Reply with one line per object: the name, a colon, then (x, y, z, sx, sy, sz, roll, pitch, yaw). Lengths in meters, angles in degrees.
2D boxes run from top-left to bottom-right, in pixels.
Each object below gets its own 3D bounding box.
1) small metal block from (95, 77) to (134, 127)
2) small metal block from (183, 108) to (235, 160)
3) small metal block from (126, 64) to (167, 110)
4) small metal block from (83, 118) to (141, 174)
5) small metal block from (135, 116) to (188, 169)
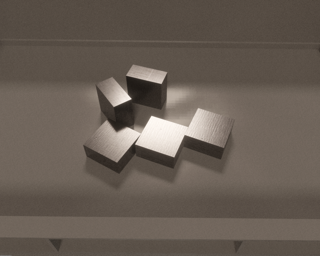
small metal block: (-0.060, -0.031, 0.414, 0.025, 0.050, 0.050, -27, 56, -21)
small metal block: (0.064, 0.007, 0.400, 0.050, 0.025, 0.050, 19, 52, 15)
small metal block: (-0.018, -0.057, 0.437, 0.050, 0.050, 0.025, 15, 52, 12)
small metal block: (-0.058, 0.021, 0.386, 0.050, 0.025, 0.050, 25, 54, 19)
small metal block: (0.003, 0.017, 0.391, 0.050, 0.025, 0.050, 18, 52, 14)
